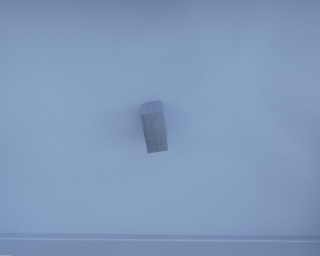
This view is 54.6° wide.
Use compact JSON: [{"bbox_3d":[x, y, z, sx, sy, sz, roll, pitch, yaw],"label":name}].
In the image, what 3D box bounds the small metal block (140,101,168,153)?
[{"bbox_3d":[-0.006,-0.002,0.393,0.025,0.050,0.050,-8,109,3],"label":"small metal block"}]
